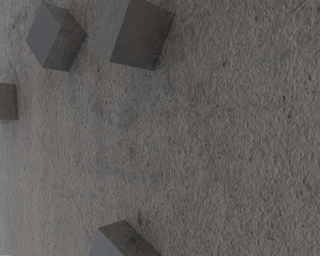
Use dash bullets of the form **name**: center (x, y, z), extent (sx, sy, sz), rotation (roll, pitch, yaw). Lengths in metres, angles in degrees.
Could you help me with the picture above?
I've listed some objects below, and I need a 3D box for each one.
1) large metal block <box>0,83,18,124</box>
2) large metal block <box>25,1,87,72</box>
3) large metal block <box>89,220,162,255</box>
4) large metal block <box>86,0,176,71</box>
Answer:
- **large metal block**: center (-0.361, -0.053, 0.687), extent (0.080, 0.050, 0.080), rotation (-8, 85, 39)
- **large metal block**: center (-0.182, -0.157, 0.540), extent (0.080, 0.050, 0.080), rotation (52, 120, 27)
- **large metal block**: center (-0.055, 0.191, 0.434), extent (0.080, 0.050, 0.079), rotation (32, 110, 35)
- **large metal block**: center (-0.036, -0.125, 0.399), extent (0.050, 0.081, 0.079), rotation (35, 112, 34)
